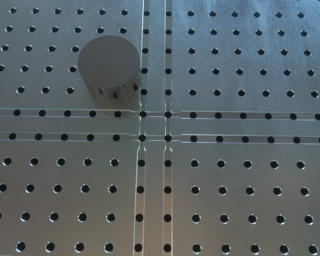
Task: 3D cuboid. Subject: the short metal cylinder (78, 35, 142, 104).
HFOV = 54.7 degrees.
[{"bbox_3d":[-0.067,-0.079,0.427,0.081,0.050,0.080,0,70,0],"label":"short metal cylinder"}]
